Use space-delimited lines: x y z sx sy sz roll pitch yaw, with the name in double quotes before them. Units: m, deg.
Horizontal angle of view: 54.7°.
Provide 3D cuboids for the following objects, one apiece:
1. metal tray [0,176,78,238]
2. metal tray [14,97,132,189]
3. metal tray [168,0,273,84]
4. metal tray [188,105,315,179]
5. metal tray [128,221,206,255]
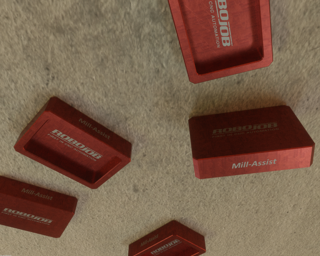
"metal tray" -0.216 0.135 0.516 0.131 0.030 0.089 22 127 -18
"metal tray" -0.115 0.026 0.424 0.130 0.030 0.090 35 122 -26
"metal tray" 0.059 -0.114 0.307 0.090 0.030 0.129 -13 129 10
"metal tray" 0.103 0.014 0.376 0.131 0.090 0.030 -7 123 5
"metal tray" 0.012 0.236 0.604 0.090 0.030 0.130 37 121 -28
